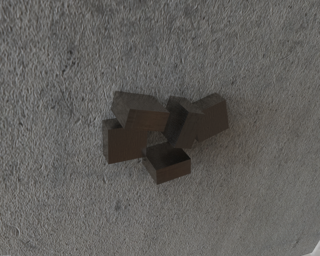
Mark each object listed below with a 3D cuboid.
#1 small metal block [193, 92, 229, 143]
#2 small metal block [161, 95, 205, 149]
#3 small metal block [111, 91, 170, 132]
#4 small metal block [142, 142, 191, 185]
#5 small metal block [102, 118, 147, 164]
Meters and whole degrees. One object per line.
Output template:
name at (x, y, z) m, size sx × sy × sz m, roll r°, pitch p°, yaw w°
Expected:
small metal block at (0.066, -0.015, 0.434) m, size 0.050 × 0.025 × 0.050 m, roll -25°, pitch 128°, yaw -13°
small metal block at (0.026, -0.008, 0.400) m, size 0.025 × 0.050 × 0.050 m, roll 7°, pitch 115°, yaw -31°
small metal block at (-0.024, -0.020, 0.365) m, size 0.050 × 0.050 × 0.025 m, roll 4°, pitch 117°, yaw -30°
small metal block at (0.008, 0.045, 0.423) m, size 0.050 × 0.050 × 0.025 m, roll -16°, pitch 125°, yaw -20°
small metal block at (-0.045, 0.014, 0.391) m, size 0.050 × 0.025 × 0.050 m, roll -10°, pitch 123°, yaw -24°
